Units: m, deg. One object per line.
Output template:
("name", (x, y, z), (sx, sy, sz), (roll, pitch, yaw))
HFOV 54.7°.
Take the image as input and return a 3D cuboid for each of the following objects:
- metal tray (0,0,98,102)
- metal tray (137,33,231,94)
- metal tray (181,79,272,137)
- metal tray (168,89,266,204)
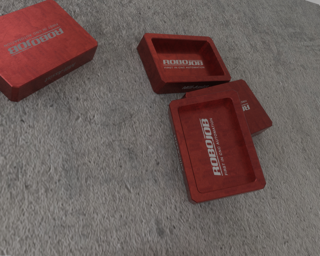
("metal tray", (-0.153, -0.099, 0.378), (0.090, 0.030, 0.131), (44, 51, 2))
("metal tray", (0.039, -0.101, 0.482), (0.131, 0.030, 0.090), (-7, 65, -31))
("metal tray", (0.099, -0.020, 0.466), (0.131, 0.030, 0.090), (-17, 71, -35))
("metal tray", (0.068, 0.022, 0.390), (0.091, 0.030, 0.129), (-11, 72, -5))
